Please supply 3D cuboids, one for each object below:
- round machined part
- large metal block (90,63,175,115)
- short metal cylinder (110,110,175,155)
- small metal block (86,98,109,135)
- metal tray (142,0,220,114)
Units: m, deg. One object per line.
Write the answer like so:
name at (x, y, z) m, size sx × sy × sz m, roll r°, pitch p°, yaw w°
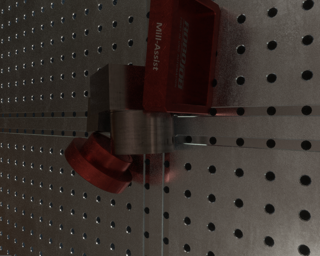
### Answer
round machined part at (-0.077, 0.042, 0.426) m, size 0.098 × 0.098 × 0.042 m, roll 41°, pitch 97°, yaw 32°
large metal block at (-0.037, -0.044, 0.385) m, size 0.080 × 0.081 × 0.050 m, roll -4°, pitch 87°, yaw 63°
short metal cylinder at (-0.022, 0.006, 0.390) m, size 0.080 × 0.081 × 0.050 m, roll -3°, pitch 88°, yaw 39°
small metal block at (-0.077, -0.017, 0.450) m, size 0.025 × 0.050 × 0.050 m, roll -6°, pitch 79°, yaw 40°
metal tray at (0.026, -0.082, 0.343) m, size 0.030 × 0.091 × 0.129 m, roll 8°, pitch 95°, yaw 39°
